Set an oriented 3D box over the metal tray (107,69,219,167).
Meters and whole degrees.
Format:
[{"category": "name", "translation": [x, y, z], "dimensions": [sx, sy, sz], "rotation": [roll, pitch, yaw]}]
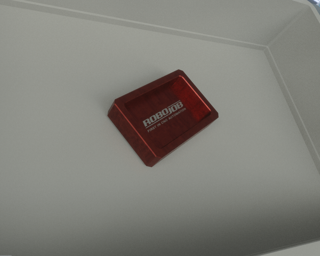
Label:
[{"category": "metal tray", "translation": [0.008, -0.018, 0.413], "dimensions": [0.131, 0.030, 0.090], "rotation": [-32, 80, -38]}]
